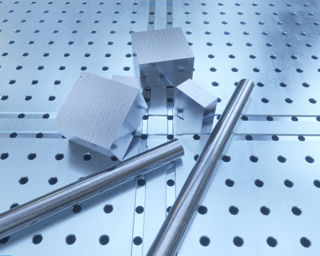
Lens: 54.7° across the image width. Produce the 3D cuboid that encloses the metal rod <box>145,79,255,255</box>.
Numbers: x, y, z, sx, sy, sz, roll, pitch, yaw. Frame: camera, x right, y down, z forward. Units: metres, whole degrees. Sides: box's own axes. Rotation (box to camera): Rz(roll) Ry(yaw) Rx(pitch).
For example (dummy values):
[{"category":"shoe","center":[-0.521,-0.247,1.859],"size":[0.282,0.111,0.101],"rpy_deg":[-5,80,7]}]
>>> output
[{"category":"metal rod","center":[0.059,0.039,0.375],"size":[0.025,0.025,0.301],"rpy_deg":[22,53,17]}]

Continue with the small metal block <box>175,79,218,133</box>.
[{"category":"small metal block","center":[0.047,-0.030,0.417],"size":[0.025,0.050,0.050],"rpy_deg":[-35,58,-25]}]

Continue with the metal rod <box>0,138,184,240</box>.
[{"category":"metal rod","center":[-0.109,0.079,0.340],"size":[0.302,0.025,0.025],"rpy_deg":[-22,54,-18]}]

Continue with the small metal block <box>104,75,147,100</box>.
[{"category":"small metal block","center":[-0.049,-0.049,0.448],"size":[0.050,0.025,0.050],"rpy_deg":[8,51,6]}]

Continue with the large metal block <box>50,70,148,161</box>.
[{"category":"large metal block","center":[-0.072,-0.015,0.387],"size":[0.080,0.050,0.080],"rpy_deg":[20,73,16]}]

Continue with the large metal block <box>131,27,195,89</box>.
[{"category":"large metal block","center":[0.002,-0.110,0.483],"size":[0.081,0.050,0.080],"rpy_deg":[-9,51,-8]}]
